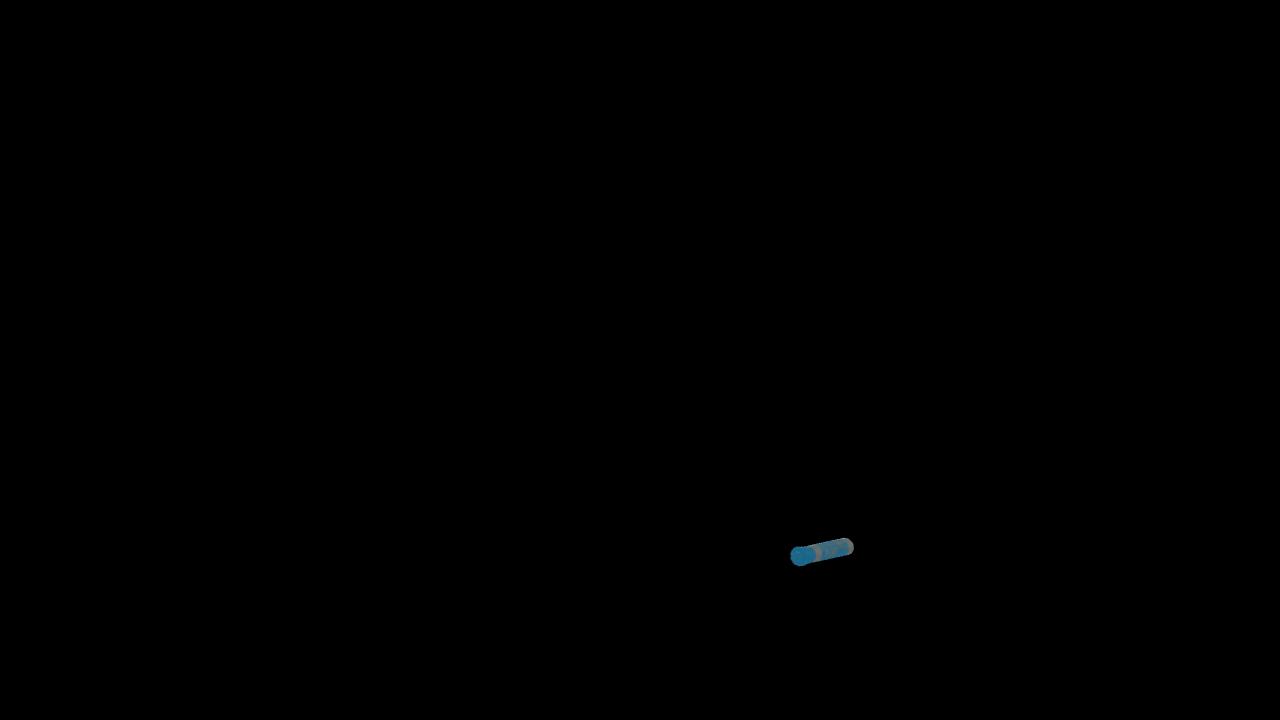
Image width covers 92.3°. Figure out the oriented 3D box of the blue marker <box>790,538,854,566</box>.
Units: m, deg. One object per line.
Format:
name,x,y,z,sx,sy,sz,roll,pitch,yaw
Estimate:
blue marker,0.194,0.204,0.654,0.020,0.020,0.121,0,-8,42
